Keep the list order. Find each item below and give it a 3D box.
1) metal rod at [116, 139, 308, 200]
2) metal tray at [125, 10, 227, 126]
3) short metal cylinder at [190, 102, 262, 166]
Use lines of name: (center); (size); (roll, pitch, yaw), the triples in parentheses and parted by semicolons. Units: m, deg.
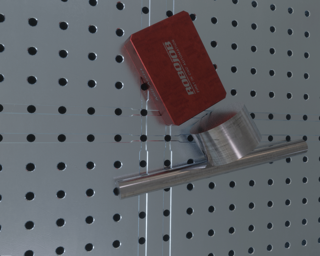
metal rod: (0.087, 0.054, 0.445); (0.303, 0.025, 0.025); (-10, 94, -20)
metal tray: (0.023, -0.079, 0.419); (0.091, 0.030, 0.130); (-31, 100, -18)
short metal cylinder: (0.088, 0.007, 0.416); (0.080, 0.080, 0.050); (-35, 102, -17)
